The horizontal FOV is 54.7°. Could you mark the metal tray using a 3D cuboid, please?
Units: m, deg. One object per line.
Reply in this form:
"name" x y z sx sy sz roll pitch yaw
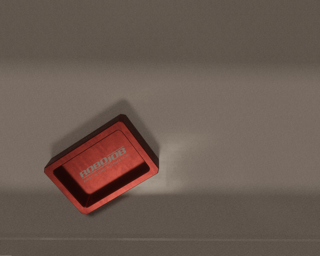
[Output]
"metal tray" -0.078 0.052 0.426 0.130 0.030 0.090 -32 107 10
